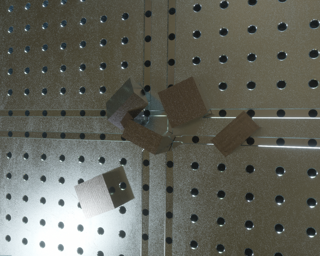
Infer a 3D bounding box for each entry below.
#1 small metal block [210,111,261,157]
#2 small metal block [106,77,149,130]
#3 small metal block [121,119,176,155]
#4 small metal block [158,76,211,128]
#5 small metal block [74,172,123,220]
[{"bbox_3d":[0.091,0.007,0.367,0.050,0.050,0.025,-44,76,15],"label":"small metal block"},{"bbox_3d":[-0.045,-0.033,0.414,0.050,0.050,0.025,-44,119,14],"label":"small metal block"},{"bbox_3d":[-0.014,0.010,0.405,0.050,0.050,0.025,27,99,18],"label":"small metal block"},{"bbox_3d":[0.032,-0.032,0.402,0.050,0.025,0.050,-24,82,18],"label":"small metal block"},{"bbox_3d":[-0.088,0.097,0.444,0.050,0.025,0.050,-24,82,18],"label":"small metal block"}]
